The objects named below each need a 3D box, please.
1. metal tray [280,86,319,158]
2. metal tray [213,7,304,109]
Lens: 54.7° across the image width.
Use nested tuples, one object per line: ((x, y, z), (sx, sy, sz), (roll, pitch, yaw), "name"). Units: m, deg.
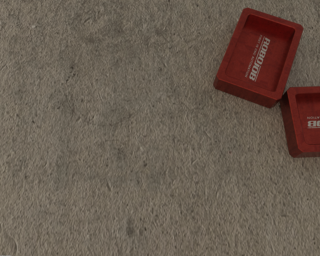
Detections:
((0.235, -0.010, 0.410), (0.131, 0.030, 0.090), (-2, 70, -1), "metal tray")
((0.141, -0.102, 0.443), (0.090, 0.030, 0.130), (22, 71, 7), "metal tray")
